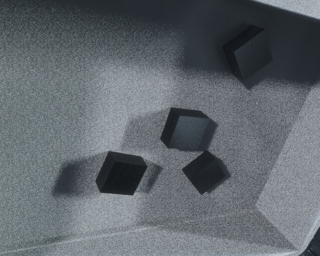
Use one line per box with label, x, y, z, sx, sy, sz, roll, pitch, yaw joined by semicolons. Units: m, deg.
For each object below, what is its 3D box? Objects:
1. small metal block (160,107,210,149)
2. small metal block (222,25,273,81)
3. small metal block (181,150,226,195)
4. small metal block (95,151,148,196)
small metal block;0.034;0.001;0.430;0.050;0.025;0.050;4;116;-31
small metal block;0.118;-0.100;0.414;0.050;0.025;0.050;-37;130;-4
small metal block;0.070;0.072;0.494;0.050;0.025;0.050;-38;130;-3
small metal block;-0.052;0.062;0.420;0.050;0.025;0.050;14;111;-35
